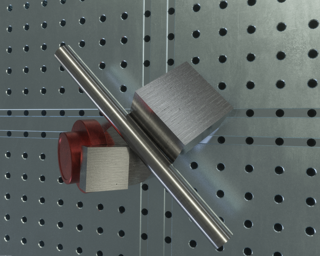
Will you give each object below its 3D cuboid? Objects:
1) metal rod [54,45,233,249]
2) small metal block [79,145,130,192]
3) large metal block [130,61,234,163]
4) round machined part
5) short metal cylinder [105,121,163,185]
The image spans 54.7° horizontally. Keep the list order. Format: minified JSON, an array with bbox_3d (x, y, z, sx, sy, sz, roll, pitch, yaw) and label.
[{"bbox_3d":[-0.028,0.012,0.365,0.025,0.025,0.300,-45,76,14],"label":"metal rod"},{"bbox_3d":[-0.065,0.046,0.363,0.025,0.050,0.050,5,93,60],"label":"small metal block"},{"bbox_3d":[0.023,-0.020,0.364,0.080,0.050,0.080,-35,75,-28],"label":"large metal block"},{"bbox_3d":[-0.106,0.038,0.409,0.098,0.042,0.097,10,102,57],"label":"round machined part"},{"bbox_3d":[-0.032,0.031,0.406,0.080,0.050,0.079,0,90,20],"label":"short metal cylinder"}]
